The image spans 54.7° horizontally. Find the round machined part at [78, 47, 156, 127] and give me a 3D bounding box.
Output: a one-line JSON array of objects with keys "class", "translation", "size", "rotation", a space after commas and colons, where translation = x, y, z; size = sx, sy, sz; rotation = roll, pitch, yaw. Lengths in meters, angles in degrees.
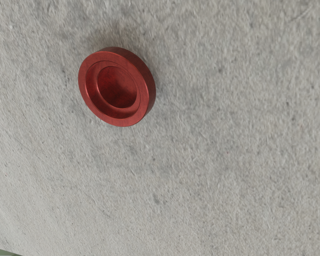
[{"class": "round machined part", "translation": [-0.049, -0.054, 0.387], "size": [0.098, 0.042, 0.097], "rotation": [13, 124, 20]}]
